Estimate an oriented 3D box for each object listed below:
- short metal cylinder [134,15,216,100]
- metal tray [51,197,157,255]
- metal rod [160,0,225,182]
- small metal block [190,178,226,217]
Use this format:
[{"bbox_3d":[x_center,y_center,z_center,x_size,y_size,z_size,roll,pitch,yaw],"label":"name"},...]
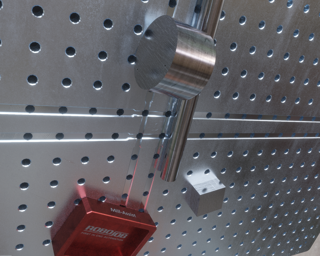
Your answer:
[{"bbox_3d":[0.014,-0.075,0.339,0.050,0.080,0.079,12,112,-34],"label":"short metal cylinder"},{"bbox_3d":[-0.080,0.160,0.464,0.131,0.030,0.090,28,103,-38],"label":"metal tray"},{"bbox_3d":[0.042,-0.057,0.400,0.025,0.025,0.298,-2,120,-28],"label":"metal rod"},{"bbox_3d":[0.081,0.119,0.532,0.050,0.025,0.050,-11,124,-23],"label":"small metal block"}]
